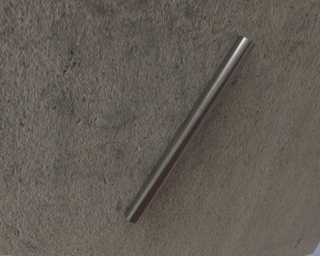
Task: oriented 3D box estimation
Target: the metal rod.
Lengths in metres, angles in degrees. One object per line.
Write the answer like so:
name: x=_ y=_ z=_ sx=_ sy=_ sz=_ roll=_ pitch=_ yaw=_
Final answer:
metal rod: x=0.035 y=0.011 z=0.431 sx=0.025 sy=0.025 sz=0.299 roll=22 pitch=106 yaw=-36
